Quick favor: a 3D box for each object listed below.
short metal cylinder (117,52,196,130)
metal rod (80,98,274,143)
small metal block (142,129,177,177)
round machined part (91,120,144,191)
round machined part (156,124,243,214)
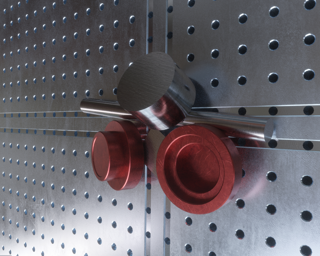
[{"bbox_3d":[-0.004,-0.044,0.373,0.080,0.050,0.080,-17,55,27],"label":"short metal cylinder"},{"bbox_3d":[-0.004,-0.017,0.408,0.300,0.025,0.025,10,96,39],"label":"metal rod"},{"bbox_3d":[0.003,0.031,0.402,0.050,0.025,0.050,44,116,31],"label":"small metal block"},{"bbox_3d":[-0.064,0.038,0.429,0.098,0.042,0.097,3,93,58],"label":"round machined part"},{"bbox_3d":[0.047,0.044,0.352,0.098,0.042,0.097,2,94,37],"label":"round machined part"}]
